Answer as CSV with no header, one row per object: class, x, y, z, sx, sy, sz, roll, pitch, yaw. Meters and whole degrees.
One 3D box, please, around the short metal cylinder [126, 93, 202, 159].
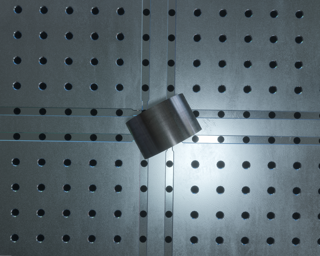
short metal cylinder,0.005,-0.002,0.385,0.080,0.080,0.050,-28,89,0
